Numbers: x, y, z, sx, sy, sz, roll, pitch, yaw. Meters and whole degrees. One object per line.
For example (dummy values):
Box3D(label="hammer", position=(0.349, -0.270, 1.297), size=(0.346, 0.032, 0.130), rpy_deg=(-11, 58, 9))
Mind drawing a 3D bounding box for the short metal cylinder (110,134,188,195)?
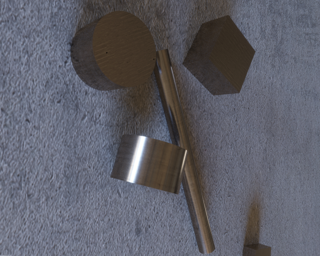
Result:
Box3D(label="short metal cylinder", position=(-0.012, 0.043, 0.361), size=(0.080, 0.080, 0.050), rpy_deg=(24, 75, -38))

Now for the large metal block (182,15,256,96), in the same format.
Box3D(label="large metal block", position=(0.091, -0.106, 0.467), size=(0.080, 0.050, 0.080), rpy_deg=(39, 66, -34))

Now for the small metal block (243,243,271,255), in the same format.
Box3D(label="small metal block", position=(0.172, 0.237, 0.553), size=(0.050, 0.025, 0.050), rpy_deg=(11, 83, -40))

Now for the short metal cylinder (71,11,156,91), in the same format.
Box3D(label="short metal cylinder", position=(-0.051, -0.083, 0.347), size=(0.081, 0.050, 0.079), rpy_deg=(0, 90, -40))

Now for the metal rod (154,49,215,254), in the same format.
Box3D(label="metal rod", position=(0.034, 0.041, 0.435), size=(0.025, 0.025, 0.298), rpy_deg=(-24, 105, -38))
